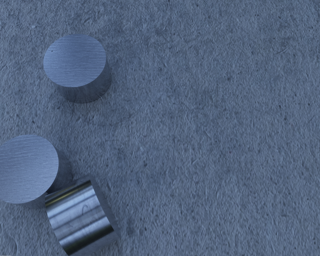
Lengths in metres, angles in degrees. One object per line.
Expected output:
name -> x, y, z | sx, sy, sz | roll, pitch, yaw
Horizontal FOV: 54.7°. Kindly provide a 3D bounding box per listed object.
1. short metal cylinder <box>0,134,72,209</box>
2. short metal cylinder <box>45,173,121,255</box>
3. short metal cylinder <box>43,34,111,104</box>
short metal cylinder -> -0.153, 0.054, 0.372 | 0.080, 0.050, 0.080 | -1, 68, 2
short metal cylinder -> -0.084, 0.097, 0.343 | 0.050, 0.080, 0.080 | -27, 72, -9
short metal cylinder -> -0.110, -0.080, 0.423 | 0.081, 0.050, 0.080 | 0, 70, 0
